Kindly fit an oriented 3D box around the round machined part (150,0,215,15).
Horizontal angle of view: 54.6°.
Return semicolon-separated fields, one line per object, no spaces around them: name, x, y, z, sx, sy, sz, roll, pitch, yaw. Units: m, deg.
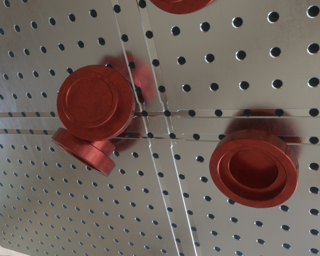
round machined part;0.017;-0.158;0.294;0.098;0.042;0.097;13;124;21

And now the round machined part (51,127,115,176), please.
round machined part;-0.105;0.027;0.454;0.098;0.042;0.098;30;163;10

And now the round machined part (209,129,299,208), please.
round machined part;0.112;0.044;0.368;0.098;0.042;0.097;13;124;21

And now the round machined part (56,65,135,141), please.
round machined part;-0.083;-0.033;0.391;0.098;0.042;0.098;0;85;4
